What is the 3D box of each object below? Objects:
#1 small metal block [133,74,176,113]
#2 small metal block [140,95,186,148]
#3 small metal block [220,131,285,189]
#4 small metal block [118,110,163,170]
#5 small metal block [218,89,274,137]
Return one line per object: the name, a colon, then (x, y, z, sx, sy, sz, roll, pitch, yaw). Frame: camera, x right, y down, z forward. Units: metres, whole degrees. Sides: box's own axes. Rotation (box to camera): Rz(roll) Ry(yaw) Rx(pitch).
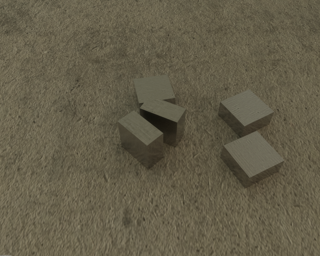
small metal block: (-0.009, -0.048, 0.443, 0.050, 0.025, 0.050, -9, 51, -8)
small metal block: (0.004, -0.008, 0.393, 0.050, 0.050, 0.025, 22, 54, 17)
small metal block: (0.110, 0.037, 0.373, 0.050, 0.025, 0.050, -22, 53, -17)
small metal block: (-0.023, 0.015, 0.374, 0.025, 0.050, 0.050, -37, 59, -27)
small metal block: (0.116, -0.020, 0.421, 0.050, 0.025, 0.050, -24, 54, -19)
